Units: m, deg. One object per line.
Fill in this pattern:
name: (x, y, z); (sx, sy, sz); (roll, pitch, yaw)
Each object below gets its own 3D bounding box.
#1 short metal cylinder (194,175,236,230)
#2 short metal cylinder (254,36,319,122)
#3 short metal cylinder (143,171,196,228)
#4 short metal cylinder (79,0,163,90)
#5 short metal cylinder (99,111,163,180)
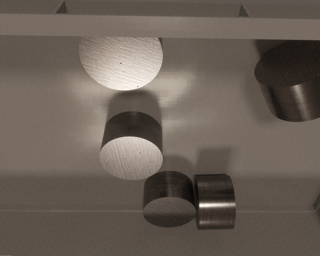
short metal cylinder: (0.081, 0.112, 0.470); (0.050, 0.080, 0.079); (-2, 130, 1)
short metal cylinder: (0.149, -0.052, 0.331); (0.080, 0.080, 0.050); (-23, 127, 18)
short metal cylinder: (0.014, 0.113, 0.490); (0.081, 0.050, 0.079); (0, 130, 0)
short metal cylinder: (-0.038, -0.086, 0.319); (0.081, 0.050, 0.079); (0, 130, 0)
short metal cylinder: (-0.037, 0.024, 0.413); (0.081, 0.050, 0.079); (0, 130, 0)
